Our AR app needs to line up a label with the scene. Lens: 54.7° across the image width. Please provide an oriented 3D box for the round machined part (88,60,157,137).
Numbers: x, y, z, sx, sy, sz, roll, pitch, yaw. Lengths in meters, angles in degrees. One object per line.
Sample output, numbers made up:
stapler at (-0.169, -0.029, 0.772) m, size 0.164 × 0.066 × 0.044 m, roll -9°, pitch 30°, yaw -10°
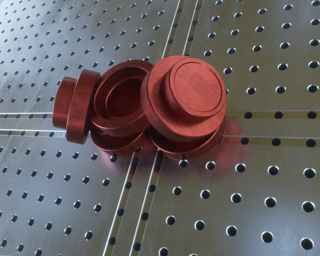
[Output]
round machined part at (-0.036, -0.032, 0.379) m, size 0.098 × 0.042 × 0.098 m, roll -13°, pitch 56°, yaw 20°

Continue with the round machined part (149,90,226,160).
round machined part at (0.030, -0.013, 0.388) m, size 0.098 × 0.042 × 0.098 m, roll -13°, pitch 56°, yaw 20°

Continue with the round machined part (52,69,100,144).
round machined part at (-0.110, -0.030, 0.406) m, size 0.042 × 0.098 × 0.098 m, roll 13°, pitch 62°, yaw -8°

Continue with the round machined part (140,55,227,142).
round machined part at (0.032, -0.037, 0.337) m, size 0.042 × 0.099 × 0.098 m, roll -37°, pitch 35°, yaw 59°

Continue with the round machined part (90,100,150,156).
round machined part at (-0.057, -0.013, 0.433) m, size 0.098 × 0.042 × 0.098 m, roll -13°, pitch 56°, yaw 20°
